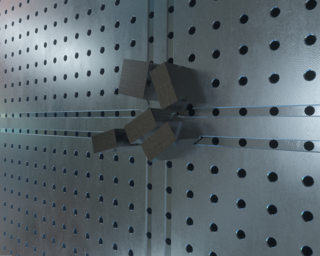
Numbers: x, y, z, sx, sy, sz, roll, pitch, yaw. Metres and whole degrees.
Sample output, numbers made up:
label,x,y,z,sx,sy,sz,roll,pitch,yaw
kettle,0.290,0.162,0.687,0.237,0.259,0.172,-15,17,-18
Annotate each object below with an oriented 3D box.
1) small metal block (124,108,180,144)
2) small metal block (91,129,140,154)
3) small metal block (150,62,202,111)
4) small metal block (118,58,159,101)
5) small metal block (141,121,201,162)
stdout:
label,x,y,z,sx,sy,sz,roll,pitch,yaw
small metal block,-0.009,-0.002,0.401,0.050,0.050,0.025,-33,70,35
small metal block,-0.061,0.018,0.445,0.050,0.050,0.025,-17,80,39
small metal block,0.020,-0.049,0.378,0.025,0.050,0.050,-28,73,37
small metal block,-0.029,-0.068,0.434,0.050,0.025,0.050,17,101,38
small metal block,0.014,0.017,0.383,0.050,0.050,0.025,-42,65,32
